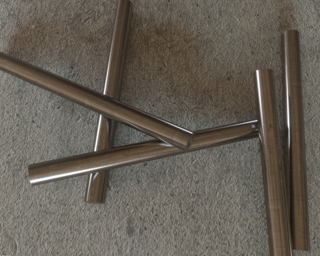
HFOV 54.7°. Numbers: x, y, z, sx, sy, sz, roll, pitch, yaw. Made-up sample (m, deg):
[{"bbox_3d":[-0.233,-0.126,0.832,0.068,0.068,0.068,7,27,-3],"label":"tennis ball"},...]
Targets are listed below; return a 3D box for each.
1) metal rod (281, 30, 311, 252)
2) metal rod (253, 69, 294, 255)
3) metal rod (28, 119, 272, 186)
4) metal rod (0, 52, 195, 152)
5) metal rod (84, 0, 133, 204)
[{"bbox_3d":[0.177,0.001,0.408,0.025,0.025,0.299,6,70,2],"label":"metal rod"},{"bbox_3d":[0.135,0.074,0.363,0.025,0.025,0.299,-1,77,0],"label":"metal rod"},{"bbox_3d":[0.000,0.025,0.380,0.302,0.025,0.025,-11,70,-12],"label":"metal rod"},{"bbox_3d":[-0.098,-0.041,0.399,0.301,0.025,0.025,23,72,17],"label":"metal rod"},{"bbox_3d":[-0.066,-0.050,0.425,0.025,0.025,0.299,5,70,2],"label":"metal rod"}]
